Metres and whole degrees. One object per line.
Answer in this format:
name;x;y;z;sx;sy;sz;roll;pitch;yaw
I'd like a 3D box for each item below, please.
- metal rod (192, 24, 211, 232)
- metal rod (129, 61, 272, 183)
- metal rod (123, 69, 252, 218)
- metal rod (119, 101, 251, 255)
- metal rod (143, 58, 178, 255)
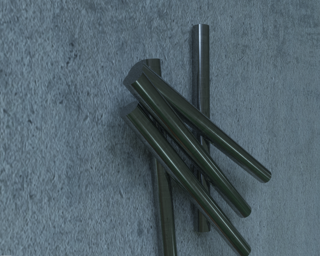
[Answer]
metal rod;0.061;0.001;0.455;0.025;0.025;0.298;-1;91;-40
metal rod;0.073;0.008;0.432;0.301;0.025;0.025;36;68;-34
metal rod;0.053;0.039;0.408;0.300;0.025;0.025;49;61;-35
metal rod;0.047;0.084;0.410;0.300;0.025;0.025;52;60;-27
metal rod;0.001;0.062;0.405;0.025;0.025;0.298;-9;96;-40
